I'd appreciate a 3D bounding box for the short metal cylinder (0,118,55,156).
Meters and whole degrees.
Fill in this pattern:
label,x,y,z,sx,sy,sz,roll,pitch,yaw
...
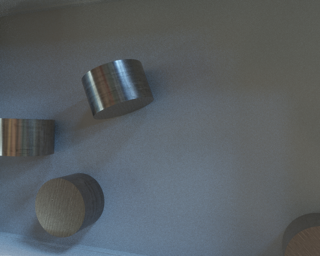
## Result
label,x,y,z,sx,sy,sz,roll,pitch,yaw
short metal cylinder,-0.195,0.012,0.448,0.080,0.080,0.050,2,91,19

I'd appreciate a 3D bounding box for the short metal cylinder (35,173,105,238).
label,x,y,z,sx,sy,sz,roll,pitch,yaw
short metal cylinder,-0.127,0.107,0.441,0.080,0.050,0.079,0,90,19

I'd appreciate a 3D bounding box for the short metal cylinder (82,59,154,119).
label,x,y,z,sx,sy,sz,roll,pitch,yaw
short metal cylinder,-0.054,-0.048,0.399,0.080,0.080,0.050,-21,83,18

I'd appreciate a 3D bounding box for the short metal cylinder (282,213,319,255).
label,x,y,z,sx,sy,sz,roll,pitch,yaw
short metal cylinder,0.177,0.139,0.335,0.080,0.050,0.079,0,90,19
